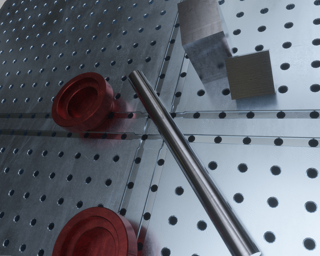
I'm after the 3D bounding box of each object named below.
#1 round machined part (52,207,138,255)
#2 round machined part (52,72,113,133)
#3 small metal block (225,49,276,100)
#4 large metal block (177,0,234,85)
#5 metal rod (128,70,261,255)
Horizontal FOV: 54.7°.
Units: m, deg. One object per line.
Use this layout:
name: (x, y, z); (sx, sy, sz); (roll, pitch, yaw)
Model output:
round machined part: (-0.068, 0.142, 0.346); (0.098, 0.042, 0.098); (-13, 56, 21)
round machined part: (-0.114, -0.035, 0.479); (0.098, 0.042, 0.098); (-13, 56, 21)
small metal block: (0.109, -0.064, 0.372); (0.050, 0.050, 0.025); (-7, 14, 24)
large metal block: (0.064, -0.119, 0.412); (0.050, 0.080, 0.080); (-16, 55, 19)
metal rod: (0.023, 0.022, 0.382); (0.025, 0.025, 0.300); (-35, 51, 5)
